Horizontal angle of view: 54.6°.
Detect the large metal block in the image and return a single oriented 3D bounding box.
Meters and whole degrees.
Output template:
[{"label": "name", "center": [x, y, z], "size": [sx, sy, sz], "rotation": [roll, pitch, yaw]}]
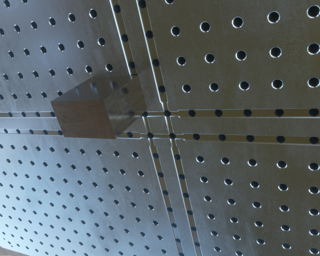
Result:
[{"label": "large metal block", "center": [-0.075, -0.028, 0.398], "size": [0.080, 0.080, 0.050], "rotation": [1, 119, 28]}]
